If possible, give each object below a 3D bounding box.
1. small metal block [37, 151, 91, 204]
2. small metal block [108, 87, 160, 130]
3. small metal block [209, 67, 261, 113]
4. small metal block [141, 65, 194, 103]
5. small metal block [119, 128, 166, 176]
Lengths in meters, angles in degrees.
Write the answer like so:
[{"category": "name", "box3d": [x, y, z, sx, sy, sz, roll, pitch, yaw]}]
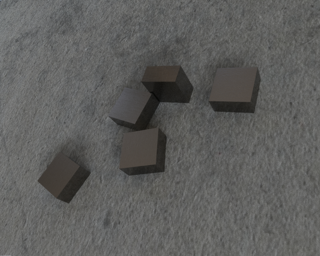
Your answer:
[{"category": "small metal block", "box3d": [-0.133, 0.068, 0.430, 0.050, 0.025, 0.050, 26, 75, 36]}, {"category": "small metal block", "box3d": [-0.037, -0.026, 0.438, 0.050, 0.025, 0.050, 16, 70, 34]}, {"category": "small metal block", "box3d": [0.093, -0.047, 0.383, 0.050, 0.025, 0.050, 4, 64, 29]}, {"category": "small metal block", "box3d": [0.011, -0.058, 0.417, 0.050, 0.050, 0.025, 5, 64, 30]}, {"category": "small metal block", "box3d": [-0.021, 0.031, 0.395, 0.050, 0.025, 0.050, -10, 58, 22]}]
